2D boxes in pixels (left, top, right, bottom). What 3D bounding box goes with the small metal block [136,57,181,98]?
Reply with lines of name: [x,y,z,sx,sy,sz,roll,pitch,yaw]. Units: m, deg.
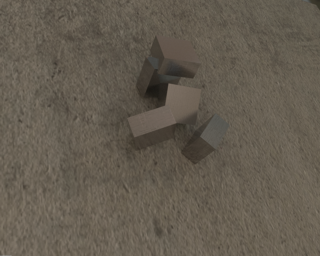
small metal block: [0.000,-0.071,0.430,0.050,0.050,0.025,-10,53,-33]

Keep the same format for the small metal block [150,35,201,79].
small metal block: [0.019,-0.093,0.406,0.050,0.025,0.050,3,47,-23]

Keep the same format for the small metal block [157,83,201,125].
small metal block: [0.025,-0.032,0.423,0.050,0.025,0.050,6,96,-26]

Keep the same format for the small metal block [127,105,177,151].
small metal block: [-0.010,0.001,0.373,0.050,0.050,0.025,-19,70,-9]

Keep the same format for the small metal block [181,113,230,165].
small metal block: [0.060,0.015,0.413,0.025,0.050,0.050,40,51,-2]
